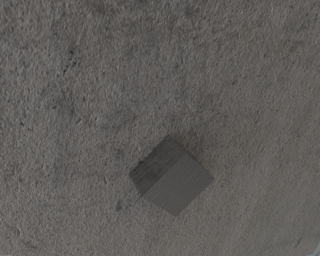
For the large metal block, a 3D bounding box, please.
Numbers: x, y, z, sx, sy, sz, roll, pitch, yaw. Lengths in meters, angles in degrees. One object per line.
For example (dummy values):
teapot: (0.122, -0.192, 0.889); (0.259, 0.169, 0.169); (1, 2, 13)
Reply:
large metal block: (0.018, 0.069, 0.442); (0.080, 0.050, 0.080); (-46, 129, 3)
